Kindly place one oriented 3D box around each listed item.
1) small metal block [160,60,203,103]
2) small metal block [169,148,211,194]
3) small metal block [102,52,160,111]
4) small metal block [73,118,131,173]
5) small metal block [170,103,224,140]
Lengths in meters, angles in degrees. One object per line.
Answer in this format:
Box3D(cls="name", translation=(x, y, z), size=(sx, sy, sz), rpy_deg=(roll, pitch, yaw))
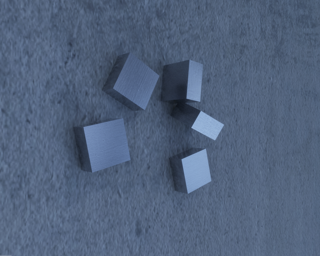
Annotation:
Box3D(cls="small metal block", translation=(0.029, -0.060, 0.414), size=(0.025, 0.050, 0.050), rpy_deg=(8, 85, -40))
Box3D(cls="small metal block", translation=(0.044, 0.060, 0.444), size=(0.050, 0.025, 0.050), rpy_deg=(-18, 102, -39))
Box3D(cls="small metal block", translation=(-0.035, -0.055, 0.377), size=(0.050, 0.025, 0.050), rpy_deg=(34, 69, -35))
Box3D(cls="small metal block", translation=(-0.065, 0.018, 0.352), size=(0.050, 0.025, 0.050), rpy_deg=(-16, 100, -39))
Box3D(cls="small metal block", translation=(0.051, -0.011, 0.430), size=(0.050, 0.050, 0.025), rpy_deg=(26, 95, -38))
